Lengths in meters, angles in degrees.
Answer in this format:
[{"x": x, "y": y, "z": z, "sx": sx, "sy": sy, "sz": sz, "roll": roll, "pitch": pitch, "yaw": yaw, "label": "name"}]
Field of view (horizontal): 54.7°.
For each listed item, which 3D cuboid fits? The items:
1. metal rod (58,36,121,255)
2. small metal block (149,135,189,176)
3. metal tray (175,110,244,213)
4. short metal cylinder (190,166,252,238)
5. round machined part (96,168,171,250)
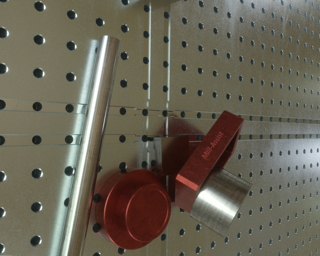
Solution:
[{"x": -0.081, "y": 0.044, "z": 0.342, "sx": 0.025, "sy": 0.025, "sz": 0.298, "roll": 15, "pitch": 80, "yaw": -39, "label": "metal rod"}, {"x": 0.013, "y": 0.036, "z": 0.423, "sx": 0.050, "sy": 0.025, "sz": 0.050, "roll": -4, "pitch": 92, "yaw": -40, "label": "small metal block"}, {"x": 0.069, "y": 0.048, "z": 0.435, "sx": 0.130, "sy": 0.030, "sz": 0.090, "roll": -50, "pitch": 156, "yaw": -29, "label": "metal tray"}, {"x": 0.083, "y": 0.098, "z": 0.416, "sx": 0.080, "sy": 0.050, "sz": 0.080, "roll": -49, "pitch": 156, "yaw": -30, "label": "short metal cylinder"}, {"x": -0.025, "y": 0.100, "z": 0.379, "sx": 0.099, "sy": 0.042, "sz": 0.097, "roll": 0, "pitch": 90, "yaw": -40, "label": "round machined part"}]
